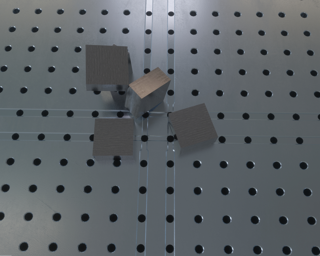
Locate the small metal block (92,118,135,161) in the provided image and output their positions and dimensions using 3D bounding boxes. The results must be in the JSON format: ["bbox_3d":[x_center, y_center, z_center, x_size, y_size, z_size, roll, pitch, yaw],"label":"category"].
[{"bbox_3d":[-0.059,0.015,0.406,0.050,0.025,0.050,0,70,0],"label":"small metal block"}]

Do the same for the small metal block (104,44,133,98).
[{"bbox_3d":[-0.064,-0.077,0.426,0.025,0.050,0.050,31,73,11],"label":"small metal block"}]

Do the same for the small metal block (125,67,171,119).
[{"bbox_3d":[-0.017,-0.046,0.409,0.050,0.050,0.025,-36,75,-27],"label":"small metal block"}]

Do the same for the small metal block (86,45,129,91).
[{"bbox_3d":[-0.066,-0.073,0.384,0.050,0.025,0.050,-1,79,-12],"label":"small metal block"}]

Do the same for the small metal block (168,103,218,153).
[{"bbox_3d":[0.043,0.000,0.412,0.050,0.025,0.050,-17,71,-6],"label":"small metal block"}]
